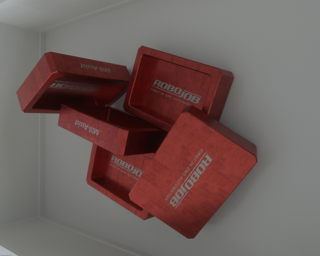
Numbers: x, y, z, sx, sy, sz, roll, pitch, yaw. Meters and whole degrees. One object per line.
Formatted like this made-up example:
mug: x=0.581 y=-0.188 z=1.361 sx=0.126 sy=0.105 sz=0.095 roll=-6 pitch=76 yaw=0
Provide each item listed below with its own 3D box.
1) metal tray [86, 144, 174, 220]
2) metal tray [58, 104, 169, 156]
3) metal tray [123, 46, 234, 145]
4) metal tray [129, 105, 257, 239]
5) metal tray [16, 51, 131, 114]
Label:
metal tray: x=-0.047 y=0.059 z=0.436 sx=0.130 sy=0.030 sz=0.089 roll=21 pitch=103 yaw=37
metal tray: x=-0.060 y=-0.001 z=0.408 sx=0.130 sy=0.091 sz=0.030 roll=20 pitch=103 yaw=38
metal tray: x=0.017 y=-0.043 z=0.386 sx=0.130 sy=0.030 sz=0.089 roll=27 pitch=106 yaw=36
metal tray: x=0.034 y=0.051 z=0.346 sx=0.090 sy=0.030 sz=0.129 roll=33 pitch=114 yaw=4
metal tray: x=-0.113 y=-0.055 z=0.425 sx=0.090 sy=0.131 sz=0.030 roll=-37 pitch=68 yaw=34
